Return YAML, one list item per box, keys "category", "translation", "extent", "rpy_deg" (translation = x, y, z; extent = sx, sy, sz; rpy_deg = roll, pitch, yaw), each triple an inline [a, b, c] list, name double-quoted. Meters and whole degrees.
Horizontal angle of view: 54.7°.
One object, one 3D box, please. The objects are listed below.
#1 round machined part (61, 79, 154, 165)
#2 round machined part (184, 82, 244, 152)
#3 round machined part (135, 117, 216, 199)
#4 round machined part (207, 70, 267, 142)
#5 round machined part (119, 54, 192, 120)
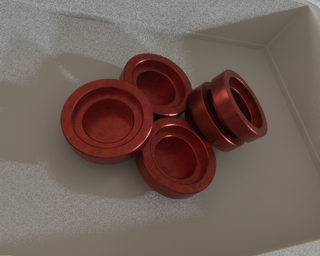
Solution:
- category: "round machined part"
  translation: [-0.058, -0.004, 0.351]
  extent: [0.099, 0.042, 0.098]
  rpy_deg: [2, 63, -4]
- category: "round machined part"
  translation: [0.071, -0.011, 0.424]
  extent: [0.098, 0.042, 0.098]
  rpy_deg: [33, 40, -33]
- category: "round machined part"
  translation: [0.015, 0.039, 0.376]
  extent: [0.099, 0.042, 0.098]
  rpy_deg: [14, 56, -21]
- category: "round machined part"
  translation: [0.096, -0.025, 0.410]
  extent: [0.098, 0.042, 0.098]
  rpy_deg: [33, 41, -34]
- category: "round machined part"
  translation: [-0.009, -0.049, 0.417]
  extent: [0.099, 0.042, 0.098]
  rpy_deg: [14, 56, -21]
